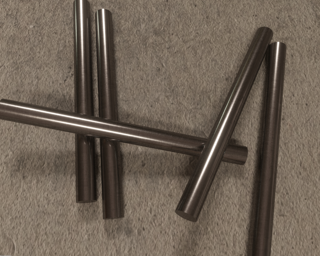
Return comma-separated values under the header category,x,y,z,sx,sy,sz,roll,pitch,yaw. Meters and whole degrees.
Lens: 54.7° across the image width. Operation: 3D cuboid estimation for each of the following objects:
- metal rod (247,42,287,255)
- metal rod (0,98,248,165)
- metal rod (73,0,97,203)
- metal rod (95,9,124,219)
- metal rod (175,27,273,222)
category,x,y,z,sx,sy,sz,roll,pitch,yaw
metal rod,0.142,0.019,0.402,0.025,0.025,0.299,11,70,4
metal rod,-0.040,0.006,0.381,0.302,0.025,0.025,11,70,-6
metal rod,-0.104,-0.050,0.425,0.025,0.025,0.299,-6,70,-2
metal rod,-0.070,-0.032,0.419,0.025,0.025,0.299,-5,70,-2
metal rod,0.092,-0.024,0.393,0.025,0.025,0.300,25,62,8
